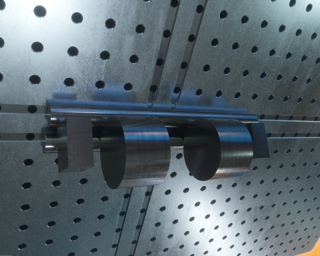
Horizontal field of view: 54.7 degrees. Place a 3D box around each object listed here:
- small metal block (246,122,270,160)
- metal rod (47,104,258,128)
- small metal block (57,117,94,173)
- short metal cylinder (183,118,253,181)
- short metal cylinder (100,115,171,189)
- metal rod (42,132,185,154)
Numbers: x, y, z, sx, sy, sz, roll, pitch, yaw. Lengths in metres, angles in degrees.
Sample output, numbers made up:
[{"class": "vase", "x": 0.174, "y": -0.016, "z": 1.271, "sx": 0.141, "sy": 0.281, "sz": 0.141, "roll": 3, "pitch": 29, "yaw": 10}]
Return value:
[{"class": "small metal block", "x": 0.127, "y": 0.022, "z": 0.449, "sx": 0.025, "sy": 0.050, "sz": 0.050, "roll": 1, "pitch": 77, "yaw": -28}, {"class": "metal rod", "x": 0.012, "y": -0.012, "z": 0.410, "sx": 0.303, "sy": 0.025, "sz": 0.025, "roll": 1, "pitch": 118, "yaw": -29}, {"class": "small metal block", "x": -0.091, "y": 0.020, "z": 0.329, "sx": 0.025, "sy": 0.050, "sz": 0.050, "roll": 1, "pitch": 76, "yaw": -29}, {"class": "short metal cylinder", "x": 0.073, "y": 0.027, "z": 0.404, "sx": 0.050, "sy": 0.080, "sz": 0.079, "roll": 1, "pitch": 118, "yaw": -29}, {"class": "short metal cylinder", "x": -0.030, "y": 0.026, "z": 0.347, "sx": 0.050, "sy": 0.080, "sz": 0.079, "roll": 1, "pitch": 118, "yaw": -29}, {"class": "metal rod", "x": 0.001, "y": 0.018, "z": 0.423, "sx": 0.303, "sy": 0.025, "sz": 0.025, "roll": 1, "pitch": 118, "yaw": -29}]
